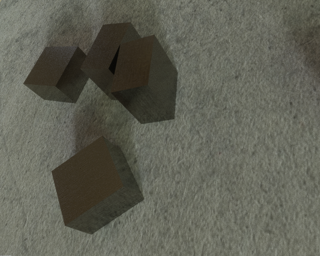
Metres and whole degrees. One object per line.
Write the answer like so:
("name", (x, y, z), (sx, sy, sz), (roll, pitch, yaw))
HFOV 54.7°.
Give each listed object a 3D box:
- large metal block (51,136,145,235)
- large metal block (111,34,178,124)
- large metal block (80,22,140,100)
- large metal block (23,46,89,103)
("large metal block", (-0.078, 0.071, 0.384), (0.080, 0.050, 0.080), (-35, 52, 5))
("large metal block", (-0.017, -0.062, 0.414), (0.050, 0.080, 0.080), (-8, 58, 23))
("large metal block", (-0.058, -0.095, 0.456), (0.050, 0.080, 0.080), (7, 65, 31))
("large metal block", (-0.171, -0.092, 0.532), (0.080, 0.050, 0.080), (8, 66, 31))
